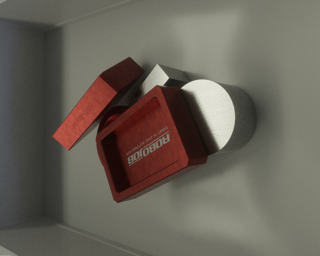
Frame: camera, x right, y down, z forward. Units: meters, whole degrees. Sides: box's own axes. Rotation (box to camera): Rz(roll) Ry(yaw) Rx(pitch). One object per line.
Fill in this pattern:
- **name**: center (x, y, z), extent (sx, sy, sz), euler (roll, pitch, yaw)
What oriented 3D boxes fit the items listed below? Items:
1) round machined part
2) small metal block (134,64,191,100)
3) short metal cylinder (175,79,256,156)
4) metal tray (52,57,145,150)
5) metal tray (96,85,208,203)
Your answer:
- **round machined part**: center (-0.040, 0.019, 0.426), extent (0.098, 0.042, 0.097), euler (0, 90, 39)
- **small metal block**: center (0.005, -0.048, 0.382), extent (0.050, 0.050, 0.025), euler (-50, 61, 27)
- **short metal cylinder**: center (0.057, -0.010, 0.340), extent (0.080, 0.050, 0.079), euler (0, 90, 39)
- **metal tray**: center (-0.084, -0.034, 0.427), extent (0.030, 0.090, 0.129), euler (44, 120, -5)
- **metal tray**: center (-0.017, 0.022, 0.351), extent (0.130, 0.030, 0.090), euler (-35, 68, 39)
